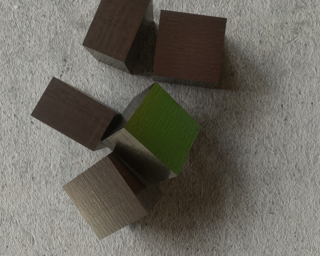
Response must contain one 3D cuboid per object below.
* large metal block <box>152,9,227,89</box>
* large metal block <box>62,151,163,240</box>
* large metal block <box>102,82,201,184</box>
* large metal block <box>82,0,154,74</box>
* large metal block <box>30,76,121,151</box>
[{"bbox_3d":[0.036,-0.098,0.398,0.080,0.050,0.080,7,90,0],"label":"large metal block"},{"bbox_3d":[-0.057,0.078,0.383,0.080,0.050,0.080,-35,90,24],"label":"large metal block"},{"bbox_3d":[-0.008,0.007,0.368,0.080,0.050,0.080,43,50,-16],"label":"large metal block"},{"bbox_3d":[-0.047,-0.119,0.382,0.050,0.080,0.080,23,90,0],"label":"large metal block"},{"bbox_3d":[-0.095,-0.015,0.381,0.080,0.080,0.050,30,90,1],"label":"large metal block"}]
